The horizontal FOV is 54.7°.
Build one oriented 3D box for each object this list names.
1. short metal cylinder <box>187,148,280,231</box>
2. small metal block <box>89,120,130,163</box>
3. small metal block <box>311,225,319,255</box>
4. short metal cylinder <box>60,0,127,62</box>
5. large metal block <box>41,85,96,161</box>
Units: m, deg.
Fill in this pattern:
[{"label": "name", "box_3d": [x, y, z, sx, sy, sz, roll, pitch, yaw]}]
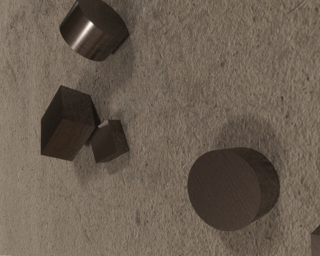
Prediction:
[{"label": "short metal cylinder", "box_3d": [0.076, 0.061, 0.325, 0.080, 0.050, 0.079, 0, 90, 39]}, {"label": "small metal block", "box_3d": [-0.078, 0.020, 0.467, 0.050, 0.025, 0.050, -30, 72, 35]}, {"label": "small metal block", "box_3d": [0.159, 0.098, 0.257, 0.050, 0.050, 0.025, -3, 88, 39]}, {"label": "short metal cylinder", "box_3d": [-0.094, -0.143, 0.445, 0.050, 0.081, 0.080, -40, 66, 32]}, {"label": "large metal block", "box_3d": [-0.148, -0.007, 0.492, 0.080, 0.050, 0.080, -50, 40, 28]}]
